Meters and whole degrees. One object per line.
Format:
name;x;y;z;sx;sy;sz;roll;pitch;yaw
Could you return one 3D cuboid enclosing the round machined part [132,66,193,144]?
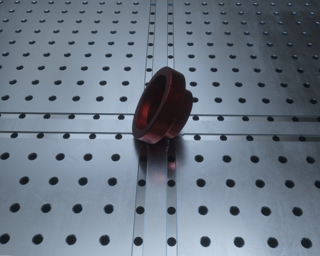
round machined part;0.006;-0.025;0.394;0.042;0.098;0.098;23;47;-21
